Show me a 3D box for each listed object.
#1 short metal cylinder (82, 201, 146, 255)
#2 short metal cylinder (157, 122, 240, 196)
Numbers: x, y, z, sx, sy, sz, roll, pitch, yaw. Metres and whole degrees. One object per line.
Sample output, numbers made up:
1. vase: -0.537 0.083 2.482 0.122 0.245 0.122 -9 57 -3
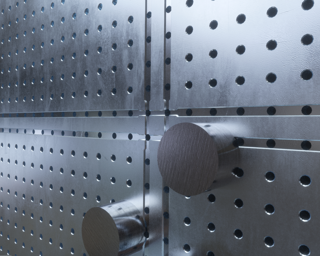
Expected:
1. short metal cylinder: -0.067 0.149 0.446 0.080 0.050 0.079 0 90 39
2. short metal cylinder: 0.044 0.034 0.356 0.080 0.050 0.079 0 90 39
